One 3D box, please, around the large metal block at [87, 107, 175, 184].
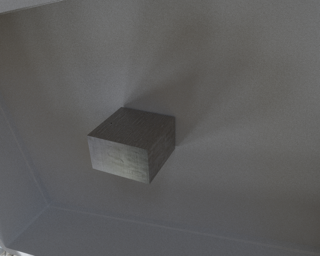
[{"bbox_3d":[-0.033,0.019,0.397,0.080,0.080,0.050,12,123,21],"label":"large metal block"}]
